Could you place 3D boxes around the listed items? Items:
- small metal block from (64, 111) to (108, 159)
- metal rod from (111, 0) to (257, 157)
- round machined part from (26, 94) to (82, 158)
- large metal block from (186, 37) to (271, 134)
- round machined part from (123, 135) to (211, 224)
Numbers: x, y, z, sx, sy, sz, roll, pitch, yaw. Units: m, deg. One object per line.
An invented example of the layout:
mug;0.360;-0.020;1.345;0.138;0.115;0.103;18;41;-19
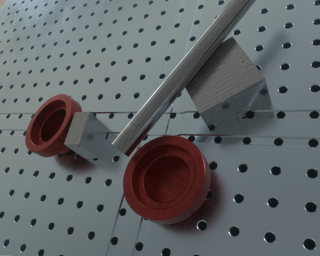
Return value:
small metal block;-0.103;0.011;0.439;0.025;0.050;0.050;-2;61;25
metal rod;0.048;-0.090;0.374;0.025;0.025;0.300;32;79;38
round machined part;-0.154;0.000;0.472;0.098;0.042;0.098;-19;53;27
large metal block;0.077;-0.053;0.384;0.080;0.050;0.080;-29;52;9
round machined part;0.011;0.061;0.354;0.098;0.042;0.098;-13;56;21
